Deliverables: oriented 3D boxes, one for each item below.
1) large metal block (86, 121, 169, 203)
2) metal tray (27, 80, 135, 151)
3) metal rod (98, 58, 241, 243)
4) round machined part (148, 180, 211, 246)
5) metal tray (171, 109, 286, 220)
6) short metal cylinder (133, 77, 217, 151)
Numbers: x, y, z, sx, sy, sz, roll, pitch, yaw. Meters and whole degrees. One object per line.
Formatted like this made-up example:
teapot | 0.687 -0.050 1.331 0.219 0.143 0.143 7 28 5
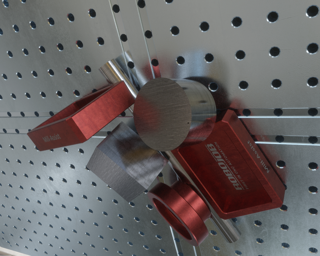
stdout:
large metal block | -0.047 0.049 0.422 0.080 0.050 0.080 41 147 0
metal tray | -0.102 -0.013 0.392 0.130 0.090 0.030 -11 115 48
metal rod | 0.019 0.038 0.419 0.025 0.025 0.299 -28 103 37
round machined part | 0.031 0.112 0.430 0.098 0.042 0.098 42 159 21
metal tray | 0.084 0.051 0.390 0.090 0.030 0.130 -28 103 37
short metal cylinder | 0.016 -0.016 0.353 0.080 0.050 0.079 5 97 39
